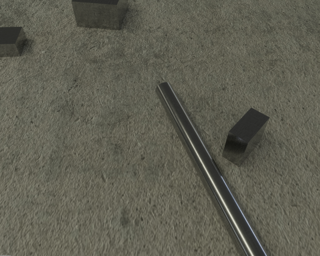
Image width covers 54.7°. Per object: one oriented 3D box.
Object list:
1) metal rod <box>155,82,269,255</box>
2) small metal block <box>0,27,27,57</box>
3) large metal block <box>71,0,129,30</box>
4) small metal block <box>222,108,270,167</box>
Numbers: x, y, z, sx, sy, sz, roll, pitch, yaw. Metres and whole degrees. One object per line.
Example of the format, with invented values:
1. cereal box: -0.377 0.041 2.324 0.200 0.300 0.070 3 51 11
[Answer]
1. metal rod: 0.057 0.051 0.360 0.025 0.025 0.300 -15 52 -13
2. small metal block: -0.260 -0.145 0.522 0.050 0.025 0.050 -2 50 -3
3. large metal block: -0.108 -0.230 0.579 0.080 0.050 0.080 6 50 5
4. small metal block: 0.104 0.012 0.379 0.025 0.050 0.050 34 58 24
